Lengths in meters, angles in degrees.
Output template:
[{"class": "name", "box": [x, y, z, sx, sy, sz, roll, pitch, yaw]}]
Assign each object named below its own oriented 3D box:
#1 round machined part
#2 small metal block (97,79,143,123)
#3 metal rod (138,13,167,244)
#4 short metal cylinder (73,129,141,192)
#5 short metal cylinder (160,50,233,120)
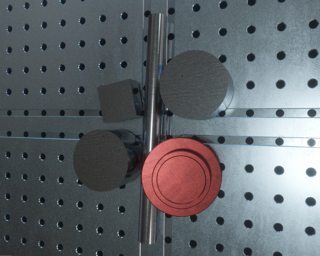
[{"class": "round machined part", "box": [0.026, 0.060, 0.377, 0.099, 0.042, 0.097, 0, 89, 3]}, {"class": "small metal block", "box": [-0.054, -0.036, 0.427, 0.050, 0.025, 0.050, -12, 86, 19]}, {"class": "metal rod", "box": [-0.010, 0.002, 0.412, 0.025, 0.025, 0.298, 3, 91, 20]}, {"class": "short metal cylinder", "box": [-0.068, 0.042, 0.419, 0.080, 0.050, 0.079, 0, 90, 20]}, {"class": "short metal cylinder", "box": [0.046, -0.050, 0.378, 0.080, 0.050, 0.079, 0, 90, 20]}]
